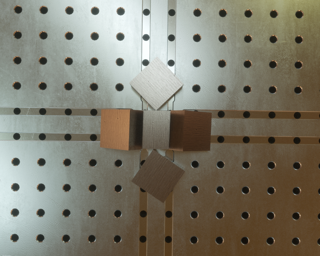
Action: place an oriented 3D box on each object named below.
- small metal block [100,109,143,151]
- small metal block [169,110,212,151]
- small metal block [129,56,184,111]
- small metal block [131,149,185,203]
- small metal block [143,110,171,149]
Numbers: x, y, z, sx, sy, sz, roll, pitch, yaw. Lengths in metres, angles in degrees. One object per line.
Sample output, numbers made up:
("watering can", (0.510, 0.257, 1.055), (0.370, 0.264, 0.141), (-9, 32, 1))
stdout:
("small metal block", (-0.050, 0.001, 0.400), (0.050, 0.025, 0.050), (3, 91, 36))
("small metal block", (0.040, 0.004, 0.400), (0.050, 0.025, 0.050), (3, 90, -41))
("small metal block", (-0.004, -0.058, 0.413), (0.050, 0.025, 0.050), (-44, 89, -1))
("small metal block", (-0.002, 0.062, 0.413), (0.050, 0.025, 0.050), (34, 90, 1))
("small metal block", (-0.004, 0.002, 0.413), (0.050, 0.025, 0.050), (1, 89, 0))
